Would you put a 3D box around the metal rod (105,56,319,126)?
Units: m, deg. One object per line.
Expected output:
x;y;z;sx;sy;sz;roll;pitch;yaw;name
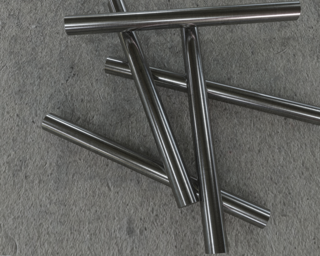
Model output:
0.071;-0.053;0.427;0.301;0.025;0.025;14;71;5;metal rod

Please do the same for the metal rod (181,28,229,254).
0.051;-0.006;0.382;0.025;0.025;0.299;-4;70;-1;metal rod

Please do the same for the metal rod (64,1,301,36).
0.030;-0.144;0.405;0.302;0.025;0.025;-4;70;-2;metal rod

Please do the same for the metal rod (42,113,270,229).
-0.011;0.050;0.389;0.301;0.025;0.025;23;72;8;metal rod

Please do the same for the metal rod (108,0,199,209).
-0.015;-0.046;0.397;0.025;0.025;0.299;-18;71;-6;metal rod
